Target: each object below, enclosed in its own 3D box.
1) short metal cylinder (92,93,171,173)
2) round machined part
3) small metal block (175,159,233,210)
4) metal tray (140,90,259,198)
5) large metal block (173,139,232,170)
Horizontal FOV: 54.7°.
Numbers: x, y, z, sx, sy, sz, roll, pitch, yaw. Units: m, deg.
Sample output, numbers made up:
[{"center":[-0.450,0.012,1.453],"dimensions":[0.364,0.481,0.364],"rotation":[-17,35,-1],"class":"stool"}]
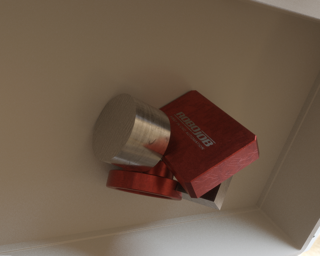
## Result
[{"center":[-0.034,0.007,0.358],"dimensions":[0.050,0.080,0.080],"rotation":[25,105,-37],"class":"short metal cylinder"},{"center":[-0.017,0.065,0.404],"dimensions":[0.099,0.098,0.042],"rotation":[22,71,-37],"class":"round machined part"},{"center":[0.054,0.065,0.374],"dimensions":[0.050,0.050,0.025],"rotation":[-62,142,-24],"class":"small metal block"},{"center":[0.041,0.012,0.369],"dimensions":[0.090,0.130,0.030],"rotation":[-31,130,-9],"class":"metal tray"},{"center":[0.058,0.027,0.431],"dimensions":[0.081,0.050,0.079],"rotation":[-14,129,-21],"class":"large metal block"}]
